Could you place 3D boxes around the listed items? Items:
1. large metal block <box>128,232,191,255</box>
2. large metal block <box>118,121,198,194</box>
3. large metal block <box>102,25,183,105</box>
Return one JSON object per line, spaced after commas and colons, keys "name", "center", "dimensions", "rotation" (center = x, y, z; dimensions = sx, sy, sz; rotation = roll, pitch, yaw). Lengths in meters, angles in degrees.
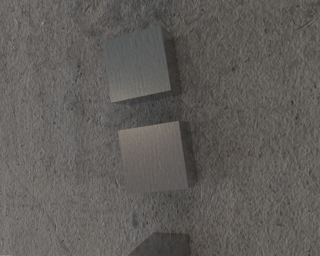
{"name": "large metal block", "center": [0.004, 0.181, 0.378], "dimensions": [0.050, 0.080, 0.080], "rotation": [-4, 89, 20]}
{"name": "large metal block", "center": [-0.001, 0.037, 0.396], "dimensions": [0.080, 0.050, 0.080], "rotation": [-9, 87, 19]}
{"name": "large metal block", "center": [-0.022, -0.078, 0.403], "dimensions": [0.080, 0.050, 0.080], "rotation": [-10, 87, 19]}
